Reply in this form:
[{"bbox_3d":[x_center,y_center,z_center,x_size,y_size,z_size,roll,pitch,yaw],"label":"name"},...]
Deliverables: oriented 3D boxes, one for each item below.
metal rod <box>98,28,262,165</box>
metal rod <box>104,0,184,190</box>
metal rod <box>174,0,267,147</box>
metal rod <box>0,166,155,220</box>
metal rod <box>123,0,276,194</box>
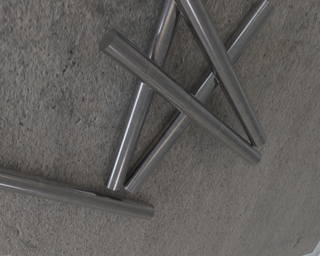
[{"bbox_3d":[0.048,-0.019,0.387,0.301,0.025,0.025,34,99,-39],"label":"metal rod"},{"bbox_3d":[-0.015,-0.054,0.364,0.025,0.025,0.298,6,115,-31],"label":"metal rod"},{"bbox_3d":[0.074,-0.071,0.369,0.025,0.025,0.300,-40,130,-1],"label":"metal rod"},{"bbox_3d":[-0.126,0.079,0.386,0.302,0.025,0.025,25,105,-37],"label":"metal rod"},{"bbox_3d":[0.045,-0.034,0.409,0.025,0.025,0.299,29,102,-38],"label":"metal rod"}]
